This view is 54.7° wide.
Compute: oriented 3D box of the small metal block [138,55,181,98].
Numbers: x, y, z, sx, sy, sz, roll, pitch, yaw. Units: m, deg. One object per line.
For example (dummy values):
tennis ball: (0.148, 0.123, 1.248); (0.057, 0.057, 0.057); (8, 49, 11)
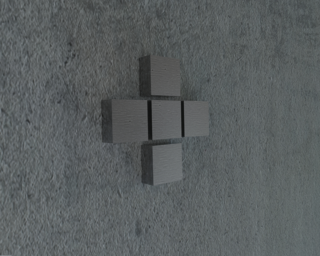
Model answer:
small metal block: (0.000, -0.067, 0.408); (0.050, 0.025, 0.050); (-2, 92, -40)

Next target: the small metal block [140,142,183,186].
small metal block: (0.002, 0.046, 0.411); (0.050, 0.025, 0.050); (-3, 92, -40)

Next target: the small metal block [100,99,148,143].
small metal block: (-0.042, -0.008, 0.372); (0.050, 0.025, 0.050); (-2, 92, -40)

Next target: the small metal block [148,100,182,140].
small metal block: (0.001, -0.011, 0.409); (0.050, 0.025, 0.050); (-2, 92, -40)

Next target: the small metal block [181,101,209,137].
small metal block: (0.044, -0.013, 0.446); (0.050, 0.025, 0.050); (-2, 92, -40)
